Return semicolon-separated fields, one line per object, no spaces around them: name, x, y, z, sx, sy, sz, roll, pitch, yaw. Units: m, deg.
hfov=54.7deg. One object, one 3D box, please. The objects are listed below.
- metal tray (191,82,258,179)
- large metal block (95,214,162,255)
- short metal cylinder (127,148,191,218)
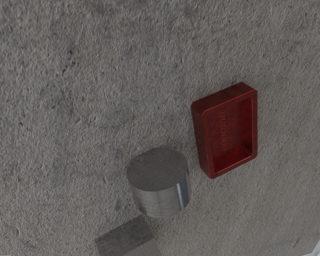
metal tray;0.100;0.006;0.462;0.091;0.030;0.129;-24;127;-14
large metal block;-0.045;0.196;0.488;0.080;0.050;0.080;-26;128;-13
short metal cylinder;0.000;0.072;0.416;0.081;0.080;0.050;-22;127;-15
